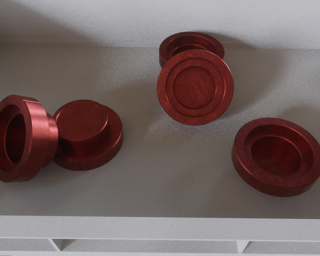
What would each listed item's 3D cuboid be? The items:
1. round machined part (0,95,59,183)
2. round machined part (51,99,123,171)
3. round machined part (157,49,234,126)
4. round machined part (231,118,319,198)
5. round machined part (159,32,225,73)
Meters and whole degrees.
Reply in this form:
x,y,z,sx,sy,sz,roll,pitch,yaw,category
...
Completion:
x,y,z,sx,sy,sz,roll,pitch,yaw,category
-0.156,0.013,0.359,0.042,0.098,0.098,8,32,-52,round machined part
-0.097,0.002,0.392,0.099,0.042,0.098,0,50,0,round machined part
0.046,-0.054,0.417,0.099,0.097,0.042,3,6,3,round machined part
0.133,0.037,0.363,0.099,0.042,0.098,0,50,0,round machined part
0.048,-0.105,0.482,0.099,0.042,0.098,0,50,0,round machined part
